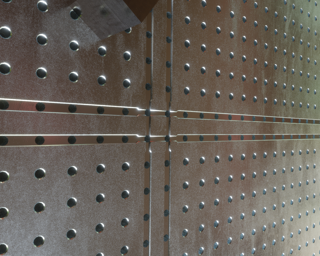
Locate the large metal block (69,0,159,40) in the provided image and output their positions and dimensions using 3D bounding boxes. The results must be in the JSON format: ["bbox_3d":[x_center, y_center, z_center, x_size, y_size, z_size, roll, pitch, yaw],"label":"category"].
[{"bbox_3d":[-0.040,-0.150,0.338,0.050,0.080,0.080,45,63,-31],"label":"large metal block"}]
